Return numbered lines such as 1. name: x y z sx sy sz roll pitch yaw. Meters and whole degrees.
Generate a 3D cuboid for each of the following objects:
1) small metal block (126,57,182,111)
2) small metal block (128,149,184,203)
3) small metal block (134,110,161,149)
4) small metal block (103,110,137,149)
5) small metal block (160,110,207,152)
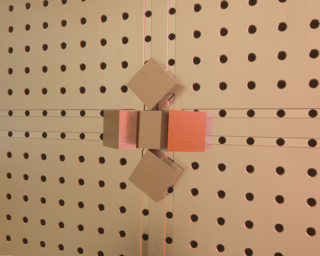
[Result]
1. small metal block: -0.008 -0.058 0.416 0.050 0.025 0.050 -45 75 14
2. small metal block: -0.006 0.062 0.414 0.050 0.025 0.050 36 102 18
3. small metal block: -0.007 0.002 0.415 0.050 0.025 0.050 2 90 20
4. small metal block: -0.055 0.001 0.419 0.050 0.025 0.050 4 93 56
5. small metal block: 0.029 0.004 0.388 0.050 0.025 0.050 2 91 -21
